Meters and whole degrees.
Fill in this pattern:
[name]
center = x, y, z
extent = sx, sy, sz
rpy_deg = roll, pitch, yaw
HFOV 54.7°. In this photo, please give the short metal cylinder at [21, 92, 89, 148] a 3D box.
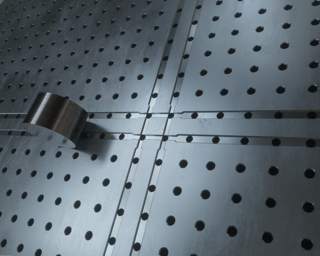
[short metal cylinder]
center = -0.153, -0.010, 0.457
extent = 0.080, 0.080, 0.050
rpy_deg = 6, 65, 30
